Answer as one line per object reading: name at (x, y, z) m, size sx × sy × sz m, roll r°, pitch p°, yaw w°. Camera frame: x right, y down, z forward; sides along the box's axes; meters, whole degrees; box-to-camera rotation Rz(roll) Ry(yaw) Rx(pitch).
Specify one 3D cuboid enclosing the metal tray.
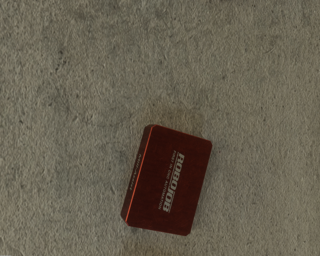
metal tray at (0.010, 0.068, 0.410) m, size 0.091 × 0.030 × 0.129 m, roll 17°, pitch 84°, yaw -19°
